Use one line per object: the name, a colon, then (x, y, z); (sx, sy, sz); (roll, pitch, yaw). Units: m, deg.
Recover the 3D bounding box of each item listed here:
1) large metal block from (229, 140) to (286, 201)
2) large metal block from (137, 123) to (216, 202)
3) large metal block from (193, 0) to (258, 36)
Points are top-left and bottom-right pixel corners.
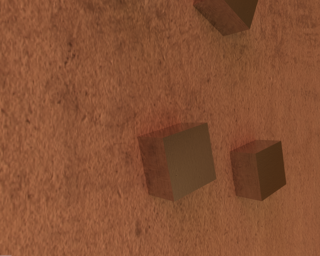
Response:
large metal block: (0.170, 0.070, 0.535); (0.081, 0.050, 0.079); (-17, 101, -39)
large metal block: (0.024, 0.041, 0.411); (0.081, 0.050, 0.079); (-18, 102, -39)
large metal block: (0.106, -0.204, 0.480); (0.080, 0.050, 0.080); (30, 71, -36)
